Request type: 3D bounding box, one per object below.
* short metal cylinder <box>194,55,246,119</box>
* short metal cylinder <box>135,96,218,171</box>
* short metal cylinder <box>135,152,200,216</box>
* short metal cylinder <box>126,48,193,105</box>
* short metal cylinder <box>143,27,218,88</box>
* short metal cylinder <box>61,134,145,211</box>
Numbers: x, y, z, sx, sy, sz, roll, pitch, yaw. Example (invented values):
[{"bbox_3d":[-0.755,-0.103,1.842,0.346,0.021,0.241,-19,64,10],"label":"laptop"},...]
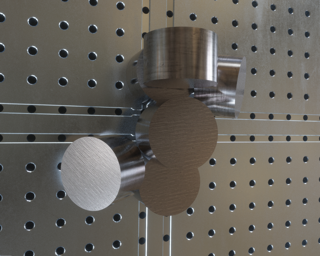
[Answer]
[{"bbox_3d":[0.080,-0.055,0.405,0.050,0.080,0.080,9,86,21],"label":"short metal cylinder"},{"bbox_3d":[0.018,0.006,0.352,0.081,0.050,0.079,0,90,-20],"label":"short metal cylinder"},{"bbox_3d":[0.004,0.067,0.400,0.081,0.050,0.079,0,91,-20],"label":"short metal cylinder"},{"bbox_3d":[0.002,-0.069,0.399,0.081,0.050,0.079,0,91,-20],"label":"short metal cylinder"},{"bbox_3d":[0.022,-0.073,0.337,0.081,0.080,0.050,0,90,-20],"label":"short metal cylinder"},{"bbox_3d":[-0.064,0.048,0.354,0.050,0.080,0.079,-4,92,-64],"label":"short metal cylinder"}]
